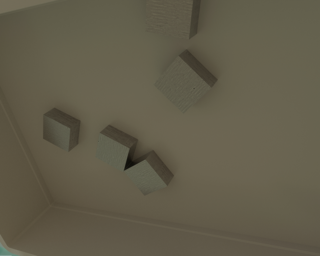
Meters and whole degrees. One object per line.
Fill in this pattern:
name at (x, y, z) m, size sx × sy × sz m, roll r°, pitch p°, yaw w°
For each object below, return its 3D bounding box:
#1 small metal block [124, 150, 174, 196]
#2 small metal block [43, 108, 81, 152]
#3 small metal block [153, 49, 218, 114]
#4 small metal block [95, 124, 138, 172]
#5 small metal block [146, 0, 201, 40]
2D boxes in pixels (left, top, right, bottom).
small metal block at (-0.017, 0.067, 0.459) m, size 0.050 × 0.025 × 0.050 m, roll -31°, pitch 102°, yaw 38°
small metal block at (-0.157, 0.003, 0.494) m, size 0.050 × 0.025 × 0.050 m, roll 26°, pitch 128°, yaw 12°
small metal block at (0.029, -0.053, 0.360) m, size 0.050 × 0.025 × 0.050 m, roll 44°, pitch 129°, yaw -3°
small metal block at (-0.065, 0.031, 0.462) m, size 0.050 × 0.025 × 0.050 m, roll 27°, pitch 128°, yaw 11°
small metal block at (0.014, -0.125, 0.324) m, size 0.050 × 0.025 × 0.050 m, roll 16°, pitch 125°, yaw 18°
